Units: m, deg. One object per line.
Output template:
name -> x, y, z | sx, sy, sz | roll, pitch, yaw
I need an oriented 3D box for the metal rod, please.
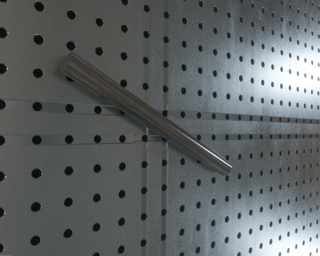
metal rod -> 0.003, -0.003, 0.414 | 0.301, 0.025, 0.025 | 34, 69, -35
